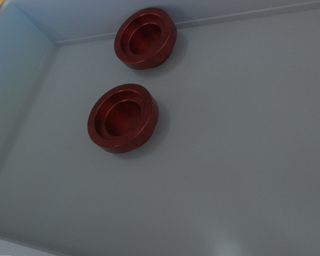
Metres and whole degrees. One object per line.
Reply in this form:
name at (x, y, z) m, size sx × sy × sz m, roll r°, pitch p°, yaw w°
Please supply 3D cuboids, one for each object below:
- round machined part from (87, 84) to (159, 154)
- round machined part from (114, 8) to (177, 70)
round machined part at (-0.046, -0.009, 0.423) m, size 0.098 × 0.042 × 0.098 m, roll -13°, pitch 56°, yaw 20°
round machined part at (-0.018, -0.132, 0.478) m, size 0.098 × 0.042 × 0.098 m, roll -11°, pitch 65°, yaw 24°
